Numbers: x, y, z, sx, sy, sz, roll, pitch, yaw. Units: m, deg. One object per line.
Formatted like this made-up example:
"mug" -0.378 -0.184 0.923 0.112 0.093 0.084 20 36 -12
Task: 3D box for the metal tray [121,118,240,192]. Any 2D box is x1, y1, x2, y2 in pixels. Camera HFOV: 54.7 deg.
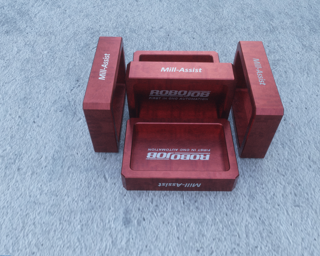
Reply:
"metal tray" 0.023 0.030 0.378 0.131 0.030 0.090 1 49 0

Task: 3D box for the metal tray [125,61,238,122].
"metal tray" 0.025 -0.041 0.398 0.131 0.090 0.030 1 52 1

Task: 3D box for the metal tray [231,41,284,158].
"metal tray" 0.116 -0.038 0.395 0.030 0.090 0.130 1 50 1

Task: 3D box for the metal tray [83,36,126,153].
"metal tray" -0.066 -0.044 0.399 0.030 0.090 0.130 1 51 1

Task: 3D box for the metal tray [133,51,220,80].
"metal tray" 0.024 -0.076 0.465 0.131 0.030 0.090 0 53 0
